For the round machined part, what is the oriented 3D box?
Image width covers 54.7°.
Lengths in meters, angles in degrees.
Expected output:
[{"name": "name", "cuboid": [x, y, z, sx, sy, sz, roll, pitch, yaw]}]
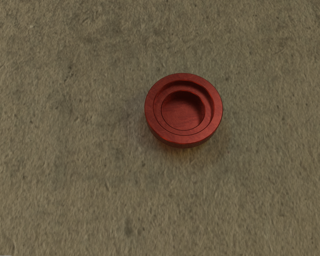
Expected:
[{"name": "round machined part", "cuboid": [0.030, -0.020, 0.407, 0.099, 0.042, 0.098, 0, 70, -1]}]
